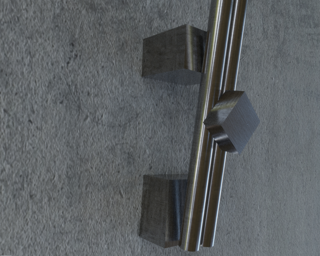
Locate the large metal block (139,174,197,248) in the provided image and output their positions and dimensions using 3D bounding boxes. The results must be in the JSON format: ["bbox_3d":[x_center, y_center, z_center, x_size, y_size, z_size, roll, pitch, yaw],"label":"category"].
[{"bbox_3d":[0.023,0.104,0.408,0.081,0.050,0.080,6,86,-40],"label":"large metal block"}]

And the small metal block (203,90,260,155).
[{"bbox_3d":[0.082,-0.007,0.347,0.050,0.025,0.050,-53,126,-20],"label":"small metal block"}]

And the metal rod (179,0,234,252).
[{"bbox_3d":[0.053,-0.008,0.355,0.025,0.025,0.298,4,95,-40],"label":"metal rod"}]

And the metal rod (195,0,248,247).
[{"bbox_3d":[0.073,-0.007,0.372,0.025,0.025,0.298,4,95,-40],"label":"metal rod"}]

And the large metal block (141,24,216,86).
[{"bbox_3d":[0.033,-0.088,0.398,0.081,0.080,0.050,4,88,-40],"label":"large metal block"}]
